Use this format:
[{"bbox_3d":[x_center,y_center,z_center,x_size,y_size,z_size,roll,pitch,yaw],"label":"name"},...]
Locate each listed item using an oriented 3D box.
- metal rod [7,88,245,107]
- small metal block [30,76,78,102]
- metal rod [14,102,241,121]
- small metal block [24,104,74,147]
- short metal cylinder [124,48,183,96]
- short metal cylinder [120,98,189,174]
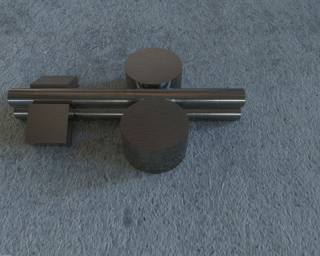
[{"bbox_3d":[-0.042,-0.040,0.405,0.302,0.025,0.025,0,50,0],"label":"metal rod"},{"bbox_3d":[-0.147,-0.056,0.438,0.050,0.025,0.050,0,23,0],"label":"small metal block"},{"bbox_3d":[-0.043,-0.023,0.424,0.302,0.025,0.025,0,50,0],"label":"metal rod"},{"bbox_3d":[-0.139,-0.003,0.393,0.050,0.025,0.050,1,77,0],"label":"small metal block"},{"bbox_3d":[-0.009,-0.072,0.448,0.081,0.050,0.080,0,50,0],"label":"short metal cylinder"},{"bbox_3d":[-0.006,0.009,0.380,0.081,0.050,0.080,0,50,0],"label":"short metal cylinder"}]
